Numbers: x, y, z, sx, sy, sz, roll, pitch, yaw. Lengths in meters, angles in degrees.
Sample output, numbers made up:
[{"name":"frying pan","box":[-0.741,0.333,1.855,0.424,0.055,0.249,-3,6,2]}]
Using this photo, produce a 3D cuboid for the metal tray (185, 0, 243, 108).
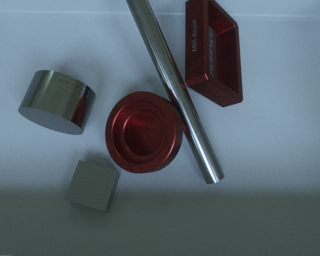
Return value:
[{"name":"metal tray","box":[0.073,-0.103,0.415,0.030,0.090,0.130,-15,64,40]}]

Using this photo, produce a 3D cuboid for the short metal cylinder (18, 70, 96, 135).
[{"name":"short metal cylinder","box":[-0.127,-0.030,0.390,0.080,0.080,0.050,14,71,4]}]

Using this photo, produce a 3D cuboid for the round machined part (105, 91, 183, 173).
[{"name":"round machined part","box":[-0.016,0.006,0.383,0.098,0.042,0.097,-3,83,28]}]

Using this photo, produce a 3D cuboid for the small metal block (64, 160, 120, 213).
[{"name":"small metal block","box":[-0.082,0.072,0.382,0.050,0.025,0.050,15,71,5]}]

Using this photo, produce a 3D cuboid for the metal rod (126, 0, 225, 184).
[{"name":"metal rod","box":[0.009,-0.071,0.378,0.025,0.025,0.299,-25,94,-9]}]
